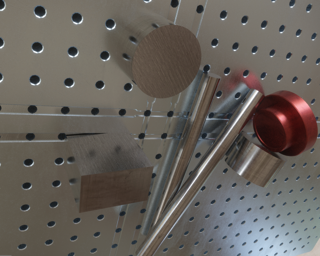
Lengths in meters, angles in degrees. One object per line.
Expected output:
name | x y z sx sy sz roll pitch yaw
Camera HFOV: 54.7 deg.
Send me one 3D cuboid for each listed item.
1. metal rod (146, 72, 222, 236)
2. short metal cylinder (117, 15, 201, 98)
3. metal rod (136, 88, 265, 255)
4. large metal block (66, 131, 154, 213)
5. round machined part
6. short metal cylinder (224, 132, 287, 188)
metal rod | 0.028 0.061 0.463 0.025 0.025 0.298 3 117 -30
short metal cylinder | -0.002 -0.080 0.345 0.081 0.050 0.079 -14 124 -21
metal rod | 0.059 0.071 0.462 0.025 0.025 0.299 34 92 -39
large metal block | -0.064 0.048 0.370 0.081 0.080 0.050 -4 120 -26
round machined part | 0.176 -0.003 0.457 0.042 0.098 0.097 -22 127 -19
short metal cylinder | 0.149 0.049 0.487 0.080 0.080 0.050 18 109 -35
